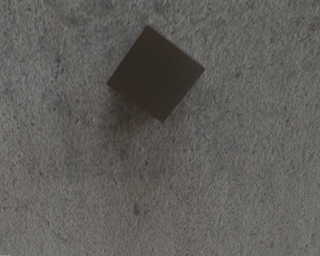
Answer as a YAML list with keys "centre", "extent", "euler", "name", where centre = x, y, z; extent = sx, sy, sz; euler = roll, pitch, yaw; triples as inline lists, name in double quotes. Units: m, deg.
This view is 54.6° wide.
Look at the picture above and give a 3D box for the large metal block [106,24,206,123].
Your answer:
- centre: [-0.005, -0.066, 0.372]
  extent: [0.080, 0.050, 0.080]
  euler: [35, 106, -12]
  name: "large metal block"
